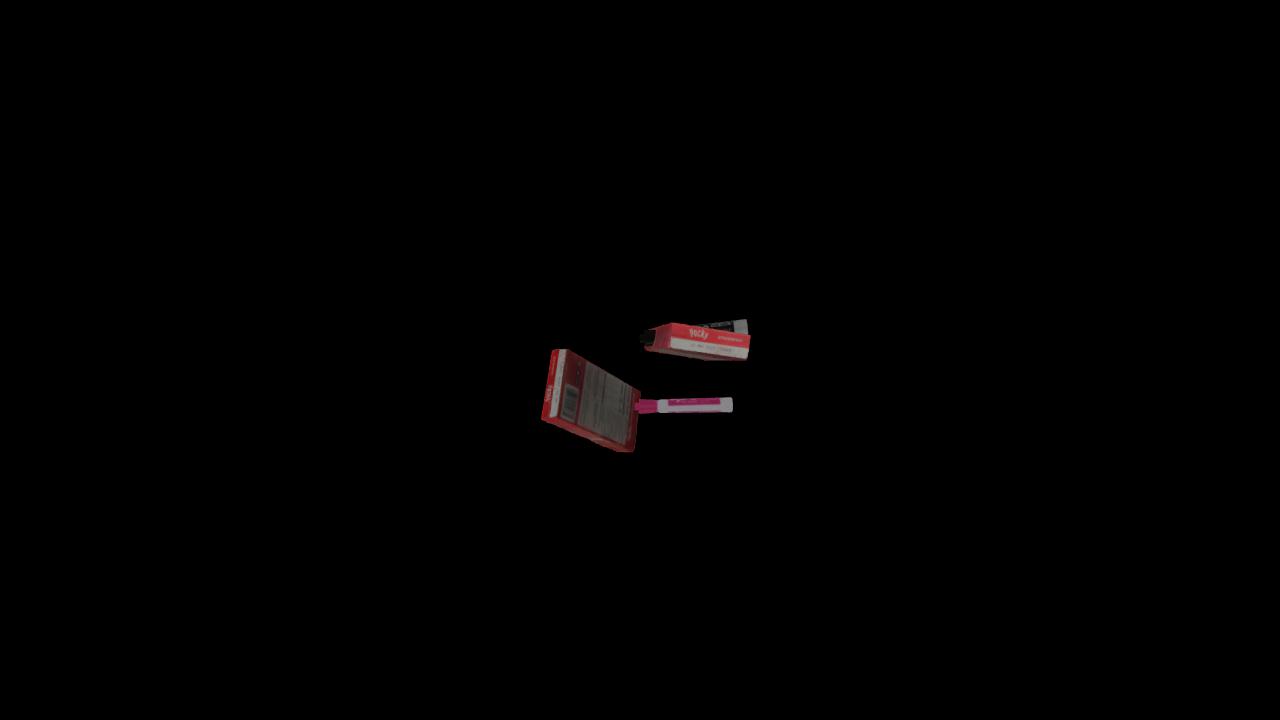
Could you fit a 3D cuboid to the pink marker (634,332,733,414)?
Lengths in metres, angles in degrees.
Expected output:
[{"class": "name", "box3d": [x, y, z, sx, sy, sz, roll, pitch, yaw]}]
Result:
[{"class": "pink marker", "box3d": [0.054, 0.057, 0.762, 0.121, 0.020, 0.020, -1, 0, 2]}]

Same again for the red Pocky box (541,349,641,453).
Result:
[{"class": "red Pocky box", "box3d": [-0.053, 0.052, 0.726, 0.028, 0.083, 0.155, -8, -25, 32]}]

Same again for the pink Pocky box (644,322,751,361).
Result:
[{"class": "pink Pocky box", "box3d": [0.058, -0.018, 0.683, 0.084, 0.029, 0.155, 9, -1, -8]}]

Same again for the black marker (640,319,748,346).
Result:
[{"class": "black marker", "box3d": [0.060, -0.030, 0.690, 0.121, 0.020, 0.020, -6, -1, 7]}]
